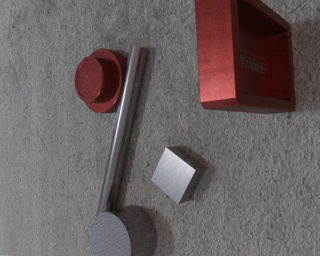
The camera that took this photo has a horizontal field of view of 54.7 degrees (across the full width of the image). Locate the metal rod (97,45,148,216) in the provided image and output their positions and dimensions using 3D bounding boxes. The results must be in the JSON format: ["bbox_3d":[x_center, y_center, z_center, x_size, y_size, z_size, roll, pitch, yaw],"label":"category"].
[{"bbox_3d":[-0.061,0.031,0.455,0.025,0.025,0.298,21,103,38],"label":"metal rod"}]

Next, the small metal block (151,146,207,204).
[{"bbox_3d":[0.023,0.058,0.386,0.050,0.025,0.050,37,112,34],"label":"small metal block"}]

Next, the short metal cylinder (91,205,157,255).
[{"bbox_3d":[-0.051,0.152,0.431,0.080,0.050,0.080,0,90,40],"label":"short metal cylinder"}]

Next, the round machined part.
[{"bbox_3d":[-0.092,-0.072,0.470,0.098,0.042,0.097,0,90,40],"label":"round machined part"}]

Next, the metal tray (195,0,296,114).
[{"bbox_3d":[0.081,-0.060,0.270,0.030,0.131,0.089,-5,87,40],"label":"metal tray"}]
